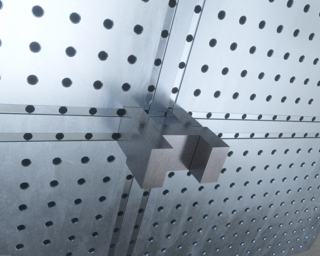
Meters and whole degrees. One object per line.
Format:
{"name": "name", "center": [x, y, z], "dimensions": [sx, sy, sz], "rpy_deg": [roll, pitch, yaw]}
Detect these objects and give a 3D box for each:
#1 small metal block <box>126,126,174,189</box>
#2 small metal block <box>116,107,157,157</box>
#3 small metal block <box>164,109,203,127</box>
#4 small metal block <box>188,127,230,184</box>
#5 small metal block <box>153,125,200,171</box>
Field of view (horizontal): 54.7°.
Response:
{"name": "small metal block", "center": [-0.013, 0.031, 0.342], "dimensions": [0.025, 0.050, 0.050], "rpy_deg": [1, 118, -29]}
{"name": "small metal block", "center": [-0.030, 0.008, 0.384], "dimensions": [0.025, 0.050, 0.050], "rpy_deg": [1, 118, -29]}
{"name": "small metal block", "center": [0.027, 0.008, 0.416], "dimensions": [0.025, 0.050, 0.050], "rpy_deg": [-1, 119, -29]}
{"name": "small metal block", "center": [0.053, 0.032, 0.379], "dimensions": [0.025, 0.050, 0.050], "rpy_deg": [1, 118, -29]}
{"name": "small metal block", "center": [0.014, 0.024, 0.371], "dimensions": [0.050, 0.025, 0.050], "rpy_deg": [1, 118, -29]}
